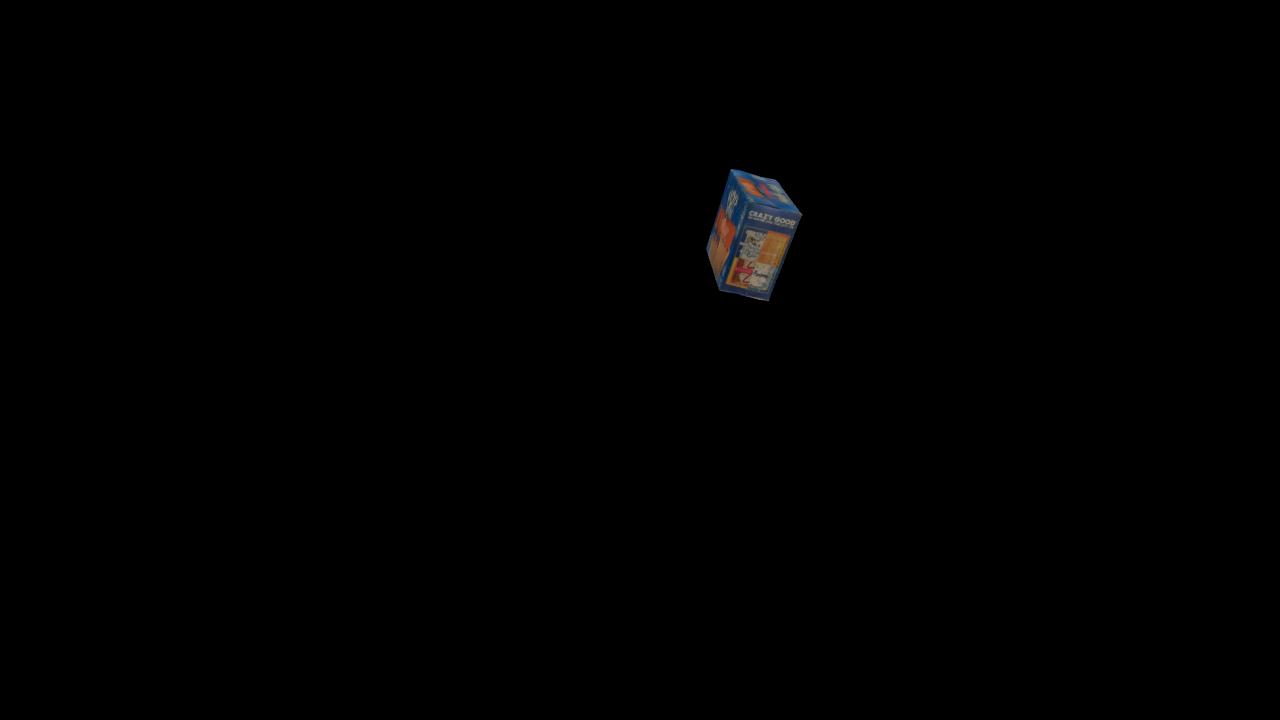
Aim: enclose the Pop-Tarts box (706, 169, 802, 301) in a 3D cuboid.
[{"bbox_3d":[0.167,-0.195,0.946,0.083,0.141,0.167,11,32,-9],"label":"Pop-Tarts box"}]
